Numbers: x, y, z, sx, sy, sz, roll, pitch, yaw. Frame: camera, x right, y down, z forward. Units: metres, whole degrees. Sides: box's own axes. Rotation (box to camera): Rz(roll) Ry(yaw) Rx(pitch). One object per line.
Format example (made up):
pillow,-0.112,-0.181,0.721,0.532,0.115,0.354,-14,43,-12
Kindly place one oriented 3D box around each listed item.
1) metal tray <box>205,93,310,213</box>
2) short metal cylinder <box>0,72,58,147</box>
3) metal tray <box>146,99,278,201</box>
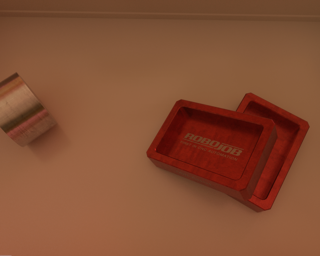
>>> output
metal tray,0.121,0.029,0.397,0.090,0.030,0.130,30,72,10
short metal cylinder,-0.174,-0.023,0.387,0.050,0.080,0.080,-38,75,-13
metal tray,0.059,0.020,0.369,0.130,0.030,0.090,17,67,34
